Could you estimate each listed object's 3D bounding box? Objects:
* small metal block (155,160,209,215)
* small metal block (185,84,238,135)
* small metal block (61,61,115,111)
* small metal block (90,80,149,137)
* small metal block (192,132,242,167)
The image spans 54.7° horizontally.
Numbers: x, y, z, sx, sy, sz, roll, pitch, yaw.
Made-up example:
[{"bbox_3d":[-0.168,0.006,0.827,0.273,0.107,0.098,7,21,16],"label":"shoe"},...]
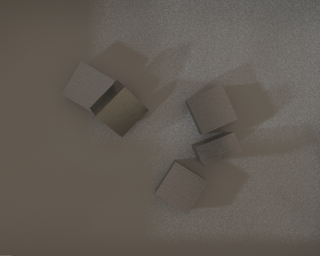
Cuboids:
[{"bbox_3d":[0.028,0.078,0.412,0.050,0.025,0.050,32,90,-1],"label":"small metal block"},{"bbox_3d":[0.068,-0.024,0.412,0.050,0.025,0.050,-24,90,-1],"label":"small metal block"},{"bbox_3d":[-0.092,-0.052,0.410,0.050,0.025,0.050,31,90,-1],"label":"small metal block"},{"bbox_3d":[-0.052,-0.024,0.398,0.050,0.025,0.050,-46,130,0],"label":"small metal block"},{"bbox_3d":[0.071,0.026,0.400,0.050,0.050,0.025,-22,90,0],"label":"small metal block"}]
